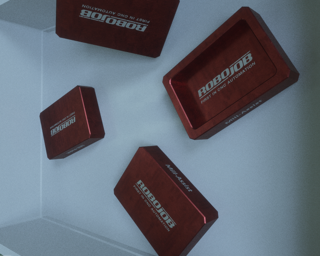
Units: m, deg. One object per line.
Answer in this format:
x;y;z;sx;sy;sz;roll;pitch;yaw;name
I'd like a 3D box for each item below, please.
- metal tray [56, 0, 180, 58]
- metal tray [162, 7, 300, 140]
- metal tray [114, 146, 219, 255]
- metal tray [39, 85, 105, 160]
-0.052;-0.138;0.366;0.089;0.131;0.030;116;159;-50;metal tray
0.071;-0.055;0.345;0.130;0.030;0.090;-37;67;33;metal tray
0.002;0.096;0.402;0.130;0.030;0.089;46;117;30;metal tray
-0.154;-0.006;0.531;0.130;0.030;0.090;-25;74;37;metal tray
